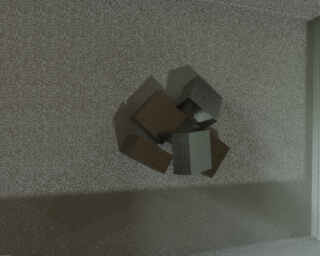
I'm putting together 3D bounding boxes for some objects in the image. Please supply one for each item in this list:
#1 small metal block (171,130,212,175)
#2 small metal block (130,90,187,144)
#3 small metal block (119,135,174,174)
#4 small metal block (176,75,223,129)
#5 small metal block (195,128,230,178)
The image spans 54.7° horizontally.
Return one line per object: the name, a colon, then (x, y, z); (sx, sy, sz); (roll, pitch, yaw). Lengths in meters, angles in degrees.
small metal block: (0.040, 0.029, 0.386); (0.050, 0.025, 0.050); (-5, 92, -52)
small metal block: (-0.002, -0.014, 0.408); (0.050, 0.025, 0.050); (45, 76, -15)
small metal block: (-0.018, 0.032, 0.389); (0.050, 0.050, 0.025); (31, 80, -18)
small metal block: (0.055, -0.035, 0.418); (0.050, 0.025, 0.050); (39, 45, -17)
small metal block: (0.061, 0.034, 0.432); (0.050, 0.025, 0.050); (37, 78, -17)
